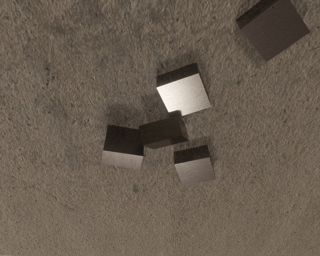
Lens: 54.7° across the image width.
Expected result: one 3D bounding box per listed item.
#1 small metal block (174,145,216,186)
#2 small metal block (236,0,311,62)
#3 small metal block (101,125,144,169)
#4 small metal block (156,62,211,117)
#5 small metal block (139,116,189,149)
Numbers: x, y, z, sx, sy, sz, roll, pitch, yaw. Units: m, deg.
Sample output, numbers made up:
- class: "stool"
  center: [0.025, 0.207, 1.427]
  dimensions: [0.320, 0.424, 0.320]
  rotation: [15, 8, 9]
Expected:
- class: "small metal block"
  center: [0.051, 0.056, 0.456]
  dimensions: [0.050, 0.025, 0.050]
  rotation: [-13, 129, 10]
- class: "small metal block"
  center: [0.116, -0.105, 0.319]
  dimensions: [0.050, 0.025, 0.050]
  rotation: [-35, 122, 26]
- class: "small metal block"
  center: [-0.048, 0.025, 0.411]
  dimensions: [0.050, 0.050, 0.025]
  rotation: [9, 129, -8]
- class: "small metal block"
  center: [0.029, -0.044, 0.371]
  dimensions: [0.050, 0.025, 0.050]
  rotation: [-17, 128, 14]
- class: "small metal block"
  center: [0.006, 0.007, 0.397]
  dimensions: [0.050, 0.025, 0.050]
  rotation: [-15, 167, 12]
